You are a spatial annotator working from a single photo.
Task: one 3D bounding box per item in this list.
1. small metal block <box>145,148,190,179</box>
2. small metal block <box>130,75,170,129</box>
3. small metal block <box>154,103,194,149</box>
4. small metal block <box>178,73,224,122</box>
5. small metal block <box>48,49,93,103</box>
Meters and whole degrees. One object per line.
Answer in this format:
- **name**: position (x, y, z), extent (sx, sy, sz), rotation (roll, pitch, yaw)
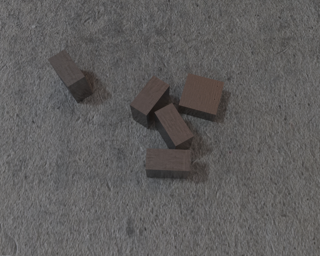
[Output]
- **small metal block**: position (0.009, 0.045, 0.378), extent (0.050, 0.050, 0.025), rotation (2, 70, 1)
- **small metal block**: position (-0.012, -0.033, 0.406), extent (0.025, 0.050, 0.050), rotation (33, 73, 11)
- **small metal block**: position (0.017, 0.004, 0.394), extent (0.025, 0.050, 0.050), rotation (-29, 73, -10)
- **small metal block**: position (0.056, -0.042, 0.424), extent (0.050, 0.025, 0.050), rotation (16, 71, 5)
- **small metal block**: position (-0.120, -0.069, 0.419), extent (0.025, 0.050, 0.050), rotation (-35, 74, -12)
